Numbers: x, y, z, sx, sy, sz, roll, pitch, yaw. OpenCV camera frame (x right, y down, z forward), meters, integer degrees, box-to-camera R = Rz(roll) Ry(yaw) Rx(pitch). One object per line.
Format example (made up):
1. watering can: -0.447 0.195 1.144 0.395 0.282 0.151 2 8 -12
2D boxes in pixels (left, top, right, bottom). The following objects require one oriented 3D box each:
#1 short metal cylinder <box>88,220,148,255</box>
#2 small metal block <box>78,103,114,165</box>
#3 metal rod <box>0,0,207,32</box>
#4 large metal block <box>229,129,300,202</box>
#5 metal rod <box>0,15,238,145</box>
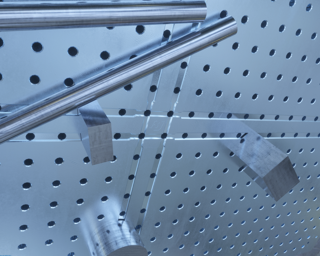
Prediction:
1. short metal cylinder: -0.065 0.191 0.478 0.081 0.050 0.079 -14 124 -21
2. small metal block: -0.075 0.006 0.358 0.025 0.050 0.050 -12 124 -22
3. metal rod: -0.090 -0.107 0.295 0.303 0.025 0.025 -11 123 -23
4. large metal block: 0.171 0.061 0.507 0.050 0.080 0.080 -41 130 0
5. metal rod: -0.044 -0.059 0.350 0.302 0.025 0.025 -27 128 -12
